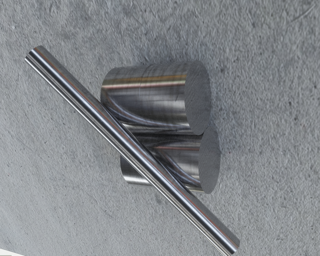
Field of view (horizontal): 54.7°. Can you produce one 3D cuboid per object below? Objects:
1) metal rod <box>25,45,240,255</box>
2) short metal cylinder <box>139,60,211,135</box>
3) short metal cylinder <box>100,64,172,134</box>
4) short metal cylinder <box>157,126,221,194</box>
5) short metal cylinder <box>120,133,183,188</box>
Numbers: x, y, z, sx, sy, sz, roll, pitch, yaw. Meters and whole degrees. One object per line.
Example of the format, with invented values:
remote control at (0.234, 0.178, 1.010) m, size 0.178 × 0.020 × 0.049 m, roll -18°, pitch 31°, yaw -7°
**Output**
metal rod at (-0.026, 0.028, 0.336) m, size 0.300 × 0.025 × 0.025 m, roll 45°, pitch 129°, yaw -4°
short metal cylinder at (0.020, -0.032, 0.343) m, size 0.050 × 0.080 × 0.080 m, roll 1°, pitch 119°, yaw 28°
short metal cylinder at (-0.025, -0.033, 0.365) m, size 0.050 × 0.080 × 0.080 m, roll 1°, pitch 119°, yaw 28°
short metal cylinder at (0.037, 0.037, 0.376) m, size 0.050 × 0.080 × 0.080 m, roll 1°, pitch 119°, yaw 28°
short metal cylinder at (-0.007, 0.037, 0.400) m, size 0.050 × 0.080 × 0.080 m, roll 1°, pitch 119°, yaw 28°
